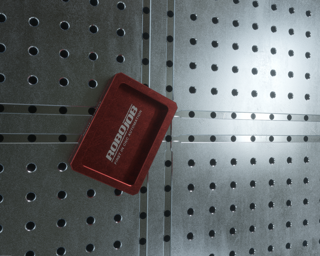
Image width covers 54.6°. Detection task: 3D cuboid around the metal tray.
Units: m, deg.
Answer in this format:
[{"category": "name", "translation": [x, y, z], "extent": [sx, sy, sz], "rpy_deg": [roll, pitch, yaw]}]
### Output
[{"category": "metal tray", "translation": [-0.045, 0.008, 0.393], "extent": [0.090, 0.030, 0.130], "rpy_deg": [28, 81, -18]}]
